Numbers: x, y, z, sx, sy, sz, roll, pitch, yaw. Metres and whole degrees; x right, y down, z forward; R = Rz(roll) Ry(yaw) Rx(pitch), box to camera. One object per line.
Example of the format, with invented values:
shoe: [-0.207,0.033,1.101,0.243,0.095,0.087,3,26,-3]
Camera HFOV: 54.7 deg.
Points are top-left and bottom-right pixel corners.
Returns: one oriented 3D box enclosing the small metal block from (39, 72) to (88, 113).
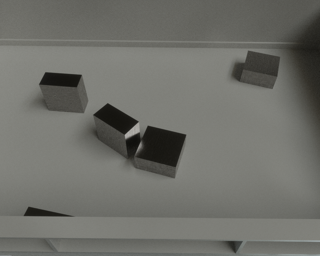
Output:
small metal block: [-0.131,-0.048,0.428,0.050,0.050,0.025,4,50,3]

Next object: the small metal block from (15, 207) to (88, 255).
small metal block: [-0.102,0.104,0.300,0.050,0.050,0.025,10,51,7]

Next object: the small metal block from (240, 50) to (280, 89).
small metal block: [0.157,-0.092,0.484,0.050,0.025,0.050,15,51,11]

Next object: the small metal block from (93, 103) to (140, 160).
small metal block: [-0.052,0.004,0.385,0.050,0.050,0.025,30,56,23]

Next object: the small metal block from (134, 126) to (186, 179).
small metal block: [0.001,0.029,0.381,0.050,0.025,0.050,13,51,10]
